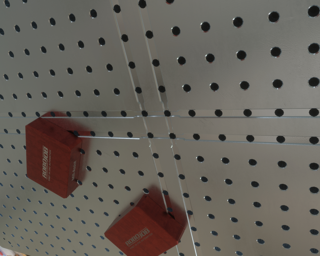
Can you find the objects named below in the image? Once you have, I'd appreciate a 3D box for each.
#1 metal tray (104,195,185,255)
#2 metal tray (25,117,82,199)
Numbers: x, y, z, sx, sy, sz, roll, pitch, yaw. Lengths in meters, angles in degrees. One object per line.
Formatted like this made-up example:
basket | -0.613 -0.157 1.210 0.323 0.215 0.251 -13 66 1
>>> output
metal tray | -0.031 0.180 0.536 0.090 0.030 0.129 42 129 -1
metal tray | -0.188 0.055 0.542 0.090 0.030 0.129 26 128 12
